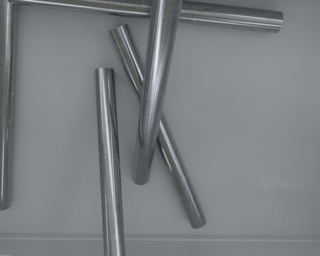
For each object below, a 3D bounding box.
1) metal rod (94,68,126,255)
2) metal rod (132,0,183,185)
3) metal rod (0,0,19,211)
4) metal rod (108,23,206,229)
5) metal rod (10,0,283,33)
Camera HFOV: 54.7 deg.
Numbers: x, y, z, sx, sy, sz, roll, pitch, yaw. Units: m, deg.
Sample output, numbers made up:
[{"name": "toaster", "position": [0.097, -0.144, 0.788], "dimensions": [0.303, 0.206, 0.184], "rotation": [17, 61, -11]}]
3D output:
[{"name": "metal rod", "position": [-0.059, 0.077, 0.373], "dimensions": [0.025, 0.025, 0.298], "rotation": [-4, 85, 1]}, {"name": "metal rod", "position": [-0.008, -0.032, 0.333], "dimensions": [0.025, 0.025, 0.298], "rotation": [8, 135, -3]}, {"name": "metal rod", "position": [-0.202, -0.024, 0.400], "dimensions": [0.025, 0.025, 0.298], "rotation": [11, 110, -4]}, {"name": "metal rod", "position": [0.004, 0.011, 0.415], "dimensions": [0.025, 0.025, 0.299], "rotation": [-20, 109, 7]}, {"name": "metal rod", "position": [-0.010, -0.136, 0.351], "dimensions": [0.302, 0.025, 0.025], "rotation": [4, 110, -6]}]
